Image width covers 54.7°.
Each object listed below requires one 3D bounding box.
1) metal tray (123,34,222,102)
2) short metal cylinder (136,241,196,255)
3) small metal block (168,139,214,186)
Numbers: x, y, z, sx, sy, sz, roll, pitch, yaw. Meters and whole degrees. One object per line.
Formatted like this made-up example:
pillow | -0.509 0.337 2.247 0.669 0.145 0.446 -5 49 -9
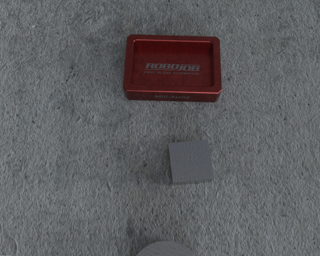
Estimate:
metal tray | 0.018 -0.084 0.436 0.131 0.030 0.090 2 70 0
short metal cylinder | 0.006 0.164 0.335 0.081 0.050 0.080 0 70 0
small metal block | 0.038 0.044 0.392 0.050 0.025 0.050 -5 70 -2
